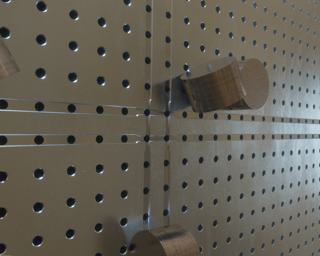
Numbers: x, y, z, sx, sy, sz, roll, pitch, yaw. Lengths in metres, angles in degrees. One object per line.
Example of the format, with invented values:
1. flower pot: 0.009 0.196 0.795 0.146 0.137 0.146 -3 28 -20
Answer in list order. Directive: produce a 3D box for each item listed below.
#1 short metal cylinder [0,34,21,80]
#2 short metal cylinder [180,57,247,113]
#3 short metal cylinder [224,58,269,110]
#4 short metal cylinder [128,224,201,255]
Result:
1. short metal cylinder: -0.160 -0.051 0.239 0.080 0.080 0.050 -36 113 -34
2. short metal cylinder: 0.075 -0.062 0.435 0.081 0.080 0.050 -36 112 -34
3. short metal cylinder: 0.133 -0.069 0.504 0.081 0.050 0.079 0 90 -40
4. short metal cylinder: 0.005 0.162 0.377 0.050 0.080 0.080 3 88 -40
